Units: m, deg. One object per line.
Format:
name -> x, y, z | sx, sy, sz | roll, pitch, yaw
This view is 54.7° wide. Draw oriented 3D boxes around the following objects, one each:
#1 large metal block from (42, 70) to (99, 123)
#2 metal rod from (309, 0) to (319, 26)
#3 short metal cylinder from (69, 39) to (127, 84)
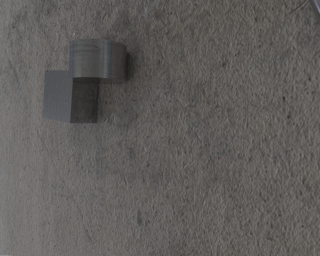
large metal block -> -0.147, -0.052, 0.510 | 0.080, 0.050, 0.079 | 8, 95, 39
metal rod -> 0.144, -0.140, 0.286 | 0.025, 0.025, 0.299 | -25, 74, 37
short metal cylinder -> -0.088, -0.092, 0.442 | 0.080, 0.081, 0.050 | 3, 92, 40
